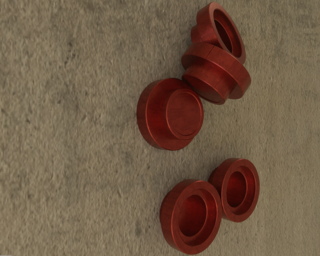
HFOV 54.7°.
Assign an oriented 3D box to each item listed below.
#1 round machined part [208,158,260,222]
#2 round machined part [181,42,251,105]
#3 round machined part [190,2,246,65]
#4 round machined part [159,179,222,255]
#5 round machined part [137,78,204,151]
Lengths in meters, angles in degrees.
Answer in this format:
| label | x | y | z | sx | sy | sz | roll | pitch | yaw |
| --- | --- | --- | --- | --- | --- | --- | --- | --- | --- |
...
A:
| label | x | y | z | sx | sy | sz | roll | pitch | yaw |
| --- | --- | --- | --- | --- | --- | --- | --- | --- | --- |
| round machined part | 0.112 | 0.096 | 0.491 | 0.099 | 0.042 | 0.097 | 0 | 90 | -40 |
| round machined part | 0.069 | -0.067 | 0.419 | 0.098 | 0.098 | 0.042 | 40 | 81 | -33 |
| round machined part | 0.081 | -0.127 | 0.450 | 0.098 | 0.042 | 0.098 | 29 | 50 | -40 |
| round machined part | 0.038 | 0.119 | 0.428 | 0.099 | 0.042 | 0.097 | 0 | 90 | -40 |
| round machined part | 0.021 | -0.018 | 0.413 | 0.099 | 0.042 | 0.097 | 0 | 91 | -40 |
